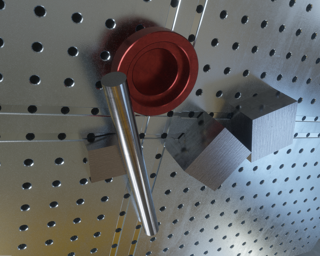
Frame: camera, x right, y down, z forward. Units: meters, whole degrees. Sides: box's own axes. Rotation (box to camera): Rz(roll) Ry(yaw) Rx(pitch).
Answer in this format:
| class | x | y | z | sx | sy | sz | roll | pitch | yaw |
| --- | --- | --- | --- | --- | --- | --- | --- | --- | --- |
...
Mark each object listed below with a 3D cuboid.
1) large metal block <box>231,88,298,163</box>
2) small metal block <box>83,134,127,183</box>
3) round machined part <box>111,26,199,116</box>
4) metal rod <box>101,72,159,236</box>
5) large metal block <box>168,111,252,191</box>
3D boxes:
| class | x | y | z | sx | sy | sz | roll | pitch | yaw |
| --- | --- | --- | --- | --- | --- | --- | --- | --- | --- |
| large metal block | 0.159 | -0.005 | 0.479 | 0.081 | 0.050 | 0.080 | -21 | 127 | -16 |
| small metal block | -0.068 | 0.038 | 0.397 | 0.050 | 0.025 | 0.050 | -12 | 124 | -22 |
| round machined part | -0.009 | -0.067 | 0.354 | 0.099 | 0.042 | 0.097 | -14 | 124 | -21 |
| metal rod | -0.029 | 0.059 | 0.402 | 0.025 | 0.025 | 0.298 | -23 | 136 | -15 |
| large metal block | 0.074 | 0.035 | 0.457 | 0.080 | 0.050 | 0.080 | -48 | 129 | 6 |
